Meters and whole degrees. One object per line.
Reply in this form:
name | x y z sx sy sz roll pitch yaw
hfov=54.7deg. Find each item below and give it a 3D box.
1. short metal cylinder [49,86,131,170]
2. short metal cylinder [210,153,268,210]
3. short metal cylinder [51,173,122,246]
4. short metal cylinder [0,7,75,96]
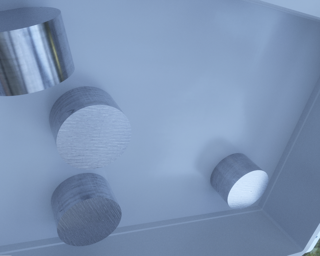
short metal cylinder | -0.079 0.000 0.349 0.081 0.050 0.079 -14 124 -21
short metal cylinder | 0.133 0.089 0.520 0.081 0.050 0.079 -14 124 -21
short metal cylinder | -0.097 0.106 0.405 0.081 0.050 0.079 -14 124 -21
short metal cylinder | -0.120 -0.068 0.265 0.081 0.080 0.050 -18 126 -18
